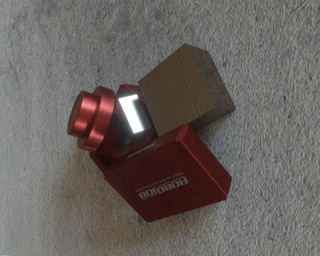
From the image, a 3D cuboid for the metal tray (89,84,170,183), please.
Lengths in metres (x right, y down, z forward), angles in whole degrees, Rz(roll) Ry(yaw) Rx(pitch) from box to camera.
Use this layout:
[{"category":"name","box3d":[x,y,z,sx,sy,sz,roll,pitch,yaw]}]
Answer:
[{"category":"metal tray","box3d":[-0.044,0.015,0.438,0.090,0.030,0.129,42,115,31]}]

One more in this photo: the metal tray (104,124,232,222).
[{"category":"metal tray","box3d":[0.006,0.059,0.368,0.130,0.030,0.090,-29,109,37]}]

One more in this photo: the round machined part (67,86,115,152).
[{"category":"round machined part","box3d":[-0.105,-0.017,0.455,0.097,0.042,0.098,-45,34,45]}]

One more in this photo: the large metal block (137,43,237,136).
[{"category":"large metal block","box3d":[0.030,-0.039,0.366,0.080,0.050,0.080,-33,70,35]}]

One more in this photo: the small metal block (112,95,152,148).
[{"category":"small metal block","box3d":[-0.038,-0.008,0.408,0.050,0.025,0.050,65,153,17]}]
